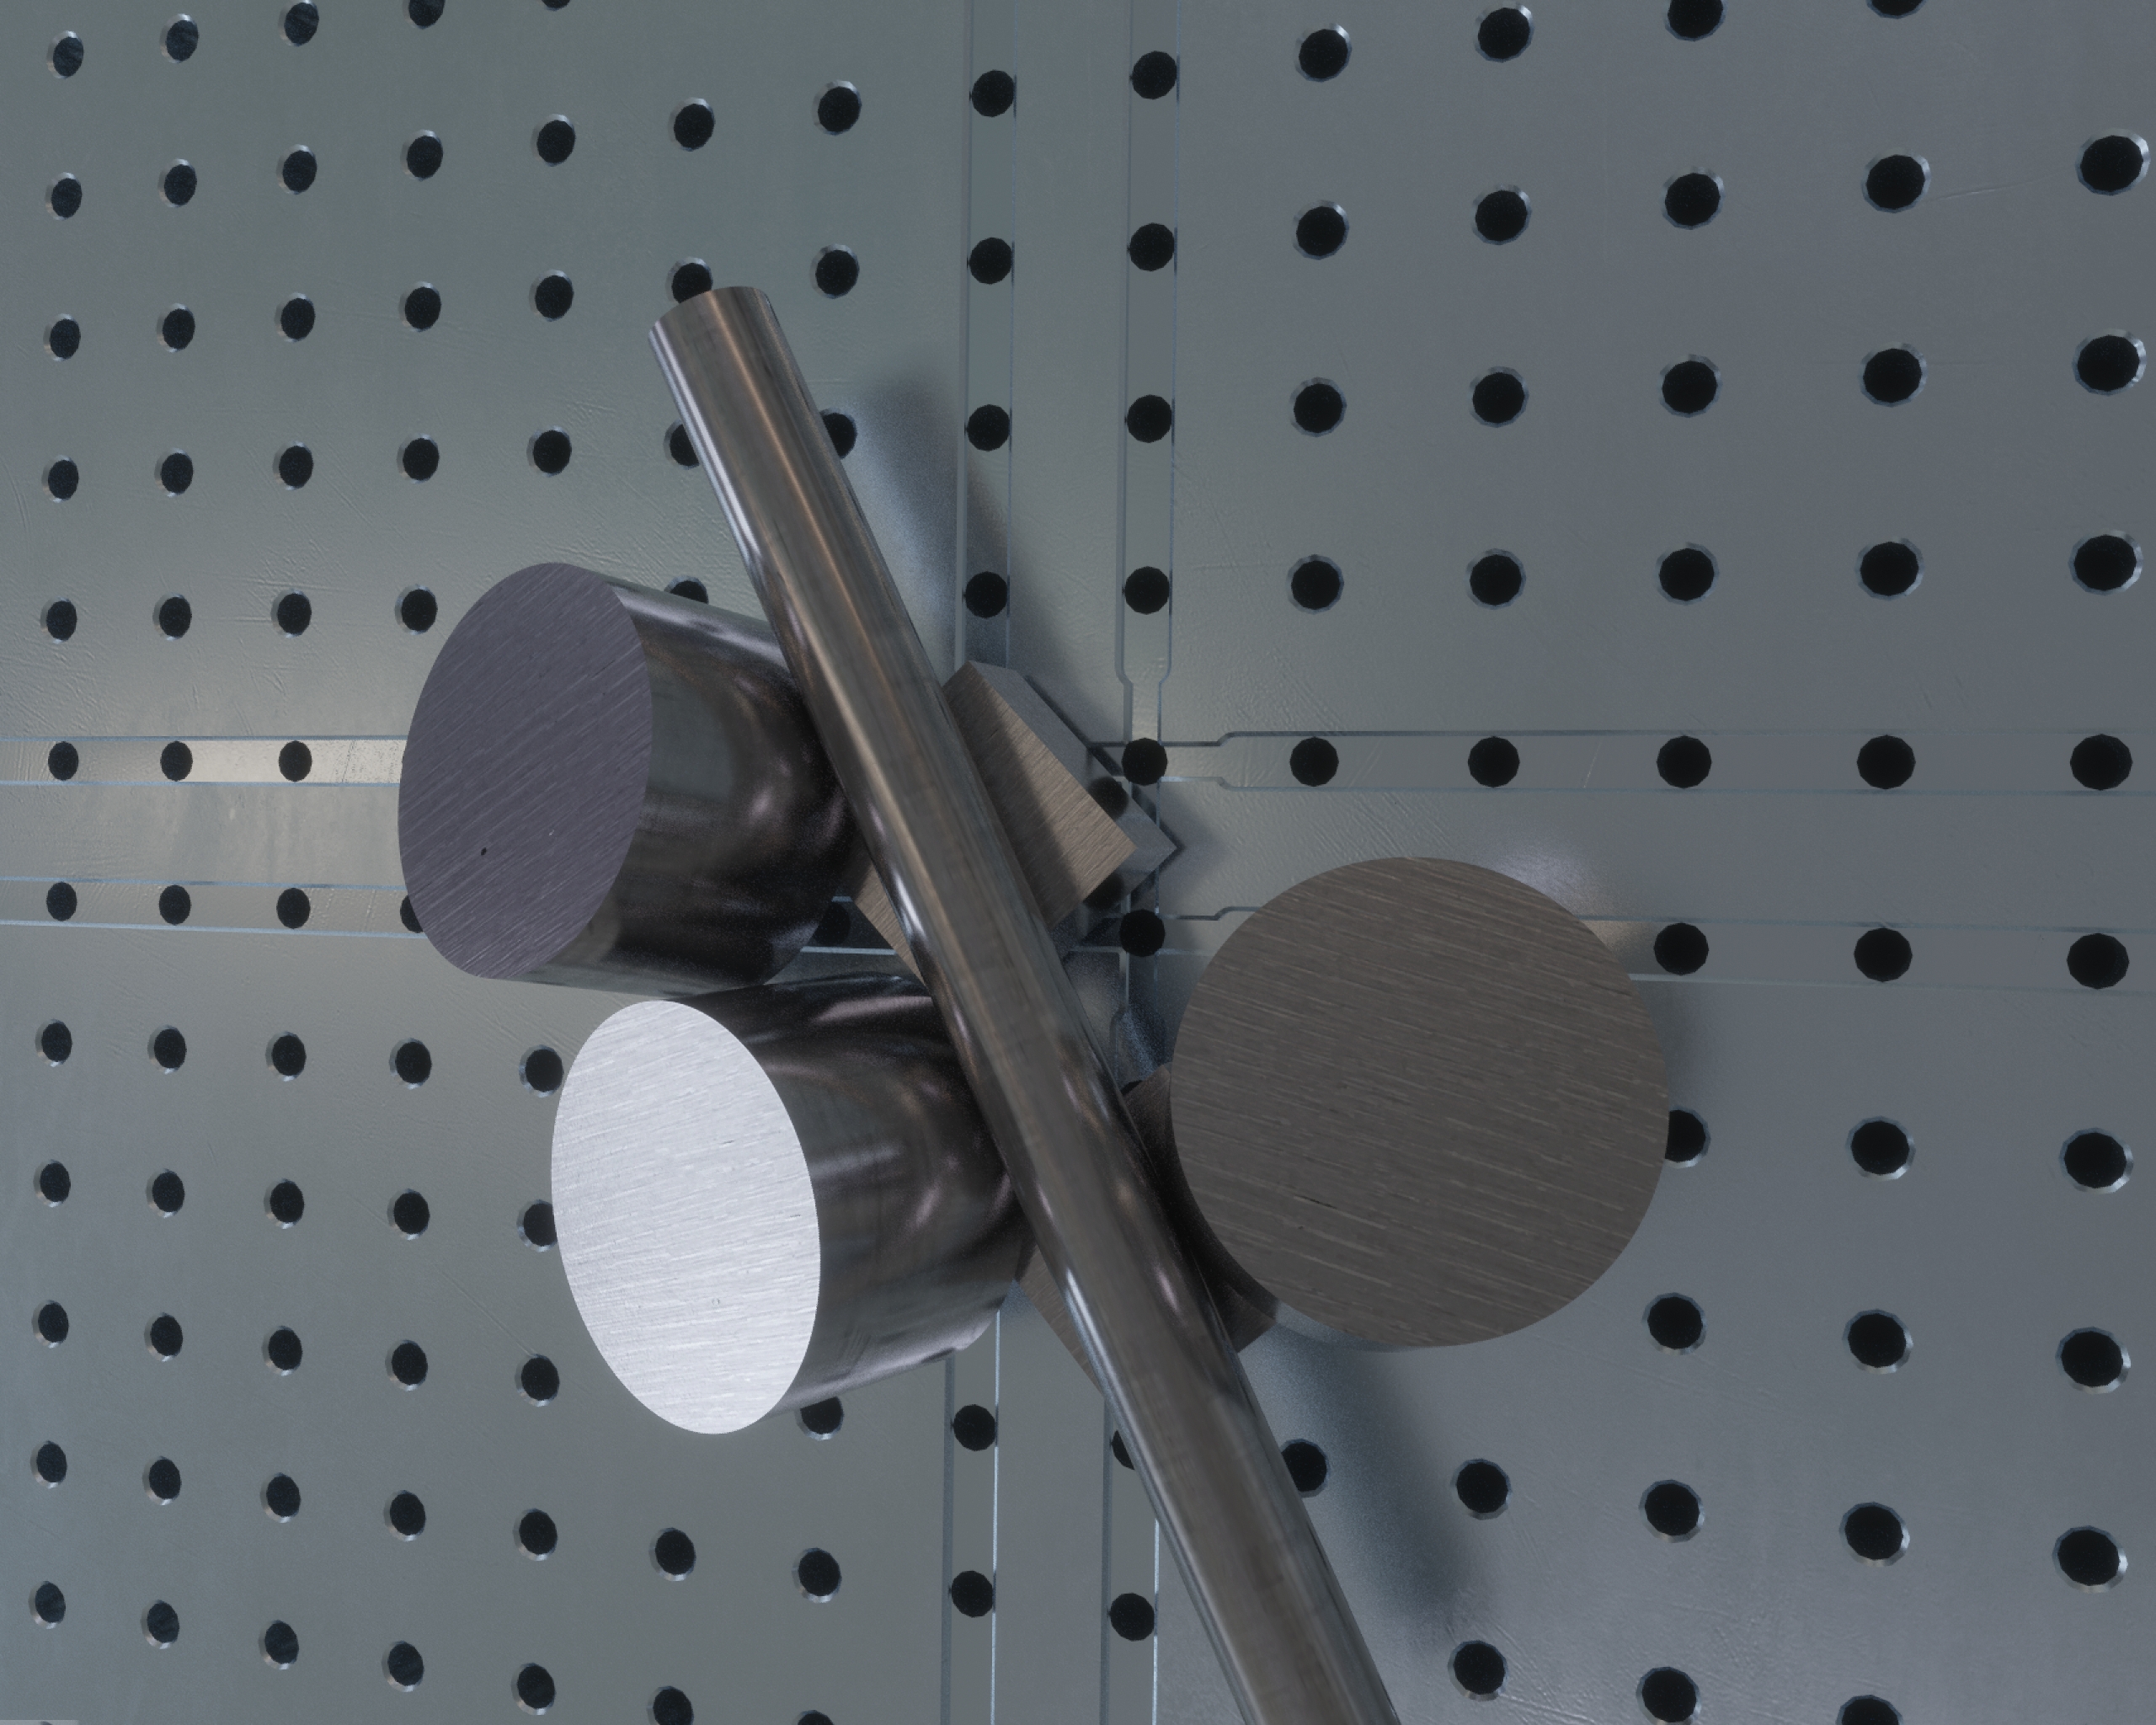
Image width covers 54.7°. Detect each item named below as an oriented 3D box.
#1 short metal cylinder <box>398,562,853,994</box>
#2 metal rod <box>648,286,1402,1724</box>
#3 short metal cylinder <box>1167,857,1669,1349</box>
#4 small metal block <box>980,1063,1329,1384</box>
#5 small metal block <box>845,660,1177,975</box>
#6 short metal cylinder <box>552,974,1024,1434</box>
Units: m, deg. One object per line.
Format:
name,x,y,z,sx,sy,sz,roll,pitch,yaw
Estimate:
short metal cylinder,-0.089,-0.014,0.412,0.080,0.050,0.080,-9,76,39
metal rod,-0.012,0.029,0.385,0.025,0.025,0.299,-27,81,18
short metal cylinder,0.056,0.044,0.362,0.081,0.050,0.080,0,75,1
small metal block,0.017,0.073,0.402,0.050,0.025,0.050,-42,77,15
small metal block,-0.018,-0.004,0.415,0.050,0.025,0.050,-45,76,14
short metal cylinder,-0.057,0.063,0.401,0.080,0.050,0.079,5,97,42
